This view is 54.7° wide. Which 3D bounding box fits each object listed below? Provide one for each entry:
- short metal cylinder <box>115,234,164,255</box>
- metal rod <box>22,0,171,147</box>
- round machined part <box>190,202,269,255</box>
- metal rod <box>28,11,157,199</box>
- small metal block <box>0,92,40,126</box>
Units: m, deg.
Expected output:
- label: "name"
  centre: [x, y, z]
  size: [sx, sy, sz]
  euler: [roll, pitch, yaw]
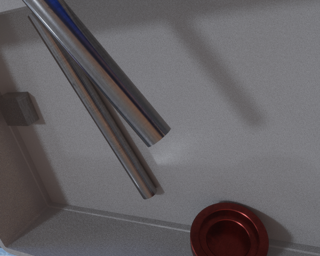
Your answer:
- label: "short metal cylinder"
  centre: [-0.039, 0.241, 0.563]
  size: [0.080, 0.050, 0.079]
  euler: [13, 124, 20]
- label: "metal rod"
  centre: [-0.096, -0.106, 0.240]
  size: [0.025, 0.025, 0.300]
  euler: [-34, 100, 38]
- label: "round machined part"
  centre: [0.090, 0.152, 0.410]
  size: [0.098, 0.098, 0.042]
  euler: [15, 139, 19]
- label: "metal rod"
  centre: [-0.087, -0.023, 0.438]
  size: [0.025, 0.025, 0.299]
  euler: [-19, 109, 35]
- label: "small metal block"
  centre: [-0.235, -0.031, 0.510]
  size: [0.050, 0.025, 0.050]
  euler: [1, 119, 27]
